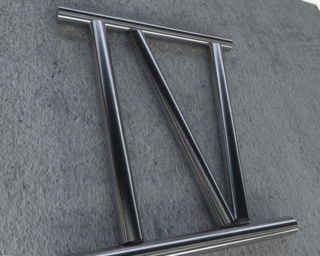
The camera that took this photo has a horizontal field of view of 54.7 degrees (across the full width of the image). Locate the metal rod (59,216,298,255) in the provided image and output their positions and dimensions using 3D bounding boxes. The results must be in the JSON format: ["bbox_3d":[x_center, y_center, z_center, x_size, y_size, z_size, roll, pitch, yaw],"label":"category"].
[{"bbox_3d":[0.044,0.130,0.350,0.303,0.025,0.025,1,62,-28],"label":"metal rod"}]

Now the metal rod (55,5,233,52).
[{"bbox_3d":[-0.008,-0.154,0.496,0.303,0.025,0.025,1,62,-28],"label":"metal rod"}]

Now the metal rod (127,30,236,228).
[{"bbox_3d":[0.022,-0.012,0.425,0.025,0.025,0.299,-12,68,-34],"label":"metal rod"}]

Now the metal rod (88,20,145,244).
[{"bbox_3d":[-0.059,-0.014,0.382,0.025,0.025,0.299,1,61,-28],"label":"metal rod"}]

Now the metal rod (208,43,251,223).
[{"bbox_3d":[0.099,-0.012,0.467,0.025,0.025,0.299,13,56,-22],"label":"metal rod"}]
